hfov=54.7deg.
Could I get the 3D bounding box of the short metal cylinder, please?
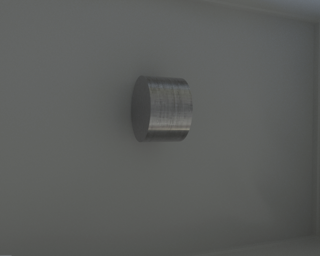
[{"bbox_3d":[0.000,-0.023,0.380,0.050,0.080,0.079,0,90,-20],"label":"short metal cylinder"}]
